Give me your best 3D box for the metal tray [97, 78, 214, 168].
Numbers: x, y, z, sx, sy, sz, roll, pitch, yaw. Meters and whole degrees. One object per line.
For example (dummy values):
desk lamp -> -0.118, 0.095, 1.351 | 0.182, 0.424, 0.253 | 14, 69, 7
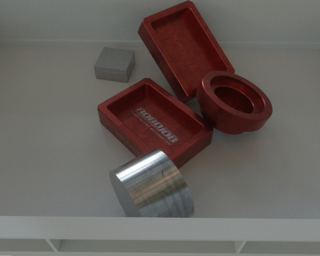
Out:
metal tray -> -0.008, -0.005, 0.405 | 0.091, 0.030, 0.130 | -35, 58, -26

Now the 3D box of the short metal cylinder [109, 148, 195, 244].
short metal cylinder -> -0.010, 0.067, 0.313 | 0.050, 0.080, 0.080 | -27, 55, -21

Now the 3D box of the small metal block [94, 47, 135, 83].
small metal block -> -0.070, -0.100, 0.488 | 0.050, 0.025, 0.050 | 9, 51, 7

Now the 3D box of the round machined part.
round machined part -> 0.092, -0.029, 0.407 | 0.099, 0.042, 0.098 | 14, 41, -12

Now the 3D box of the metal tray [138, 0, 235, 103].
metal tray -> 0.039, -0.112, 0.454 | 0.091, 0.030, 0.130 | -30, 88, -22
